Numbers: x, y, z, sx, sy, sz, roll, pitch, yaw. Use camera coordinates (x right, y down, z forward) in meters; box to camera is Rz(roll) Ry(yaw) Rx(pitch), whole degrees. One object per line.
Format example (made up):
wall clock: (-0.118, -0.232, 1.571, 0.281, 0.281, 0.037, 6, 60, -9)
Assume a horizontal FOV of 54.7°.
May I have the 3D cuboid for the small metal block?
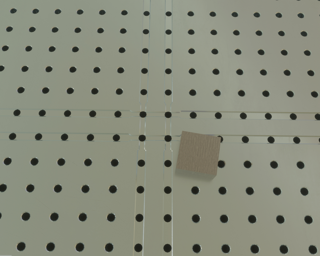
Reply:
small metal block: (0.049, 0.035, 0.400, 0.050, 0.025, 0.050, 10, 70, 3)
